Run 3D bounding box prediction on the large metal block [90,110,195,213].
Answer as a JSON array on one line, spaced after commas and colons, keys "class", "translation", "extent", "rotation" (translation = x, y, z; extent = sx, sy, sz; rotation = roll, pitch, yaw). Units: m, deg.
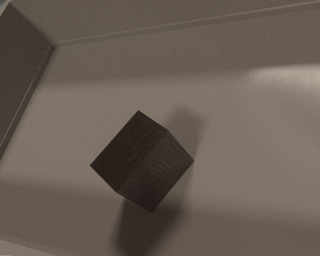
[{"class": "large metal block", "translation": [-0.017, 0.040, 0.354], "extent": [0.050, 0.080, 0.080], "rotation": [35, 81, 38]}]
